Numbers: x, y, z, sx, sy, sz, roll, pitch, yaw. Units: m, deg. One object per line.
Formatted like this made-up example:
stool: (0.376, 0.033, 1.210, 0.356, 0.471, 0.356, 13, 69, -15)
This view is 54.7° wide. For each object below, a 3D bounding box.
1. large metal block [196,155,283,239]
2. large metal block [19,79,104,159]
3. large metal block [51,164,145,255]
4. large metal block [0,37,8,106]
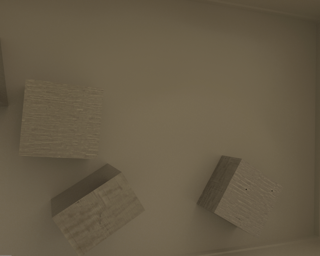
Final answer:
large metal block: (0.113, 0.095, 0.439, 0.080, 0.050, 0.080, 33, 79, -17)
large metal block: (-0.113, -0.008, 0.356, 0.081, 0.050, 0.080, 5, 88, -20)
large metal block: (-0.074, 0.088, 0.354, 0.080, 0.080, 0.050, -32, 101, -17)
large metal block: (-0.190, -0.062, 0.311, 0.050, 0.080, 0.080, -7, 93, -20)
